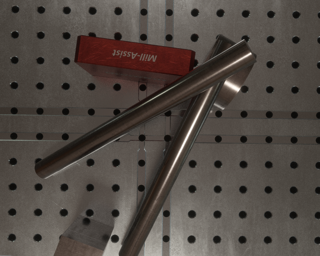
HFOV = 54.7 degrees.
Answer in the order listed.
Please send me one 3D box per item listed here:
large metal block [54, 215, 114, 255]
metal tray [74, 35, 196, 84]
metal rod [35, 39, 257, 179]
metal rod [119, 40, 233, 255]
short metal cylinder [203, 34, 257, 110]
[{"bbox_3d":[-0.101,0.165,0.385,0.050,0.080,0.080,21,90,-1],"label":"large metal block"},{"bbox_3d":[-0.028,-0.078,0.380,0.131,0.090,0.030,8,90,-1],"label":"metal tray"},{"bbox_3d":[-0.035,-0.009,0.354,0.300,0.025,0.025,-28,91,23],"label":"metal rod"},{"bbox_3d":[0.015,0.041,0.370,0.025,0.025,0.298,24,107,-1],"label":"metal rod"},{"bbox_3d":[0.076,-0.069,0.387,0.050,0.080,0.080,30,90,-1],"label":"short metal cylinder"}]
